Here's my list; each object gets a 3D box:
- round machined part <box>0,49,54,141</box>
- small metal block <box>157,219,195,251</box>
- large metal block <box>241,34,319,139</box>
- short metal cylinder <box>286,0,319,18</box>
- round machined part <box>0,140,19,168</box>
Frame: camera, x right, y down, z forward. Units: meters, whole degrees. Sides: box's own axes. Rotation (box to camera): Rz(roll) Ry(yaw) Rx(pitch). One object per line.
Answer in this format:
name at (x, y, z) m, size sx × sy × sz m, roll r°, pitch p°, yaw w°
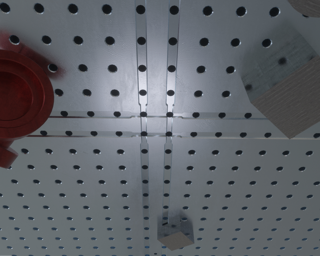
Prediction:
round machined part at (-0.173, -0.033, 0.343) m, size 0.098 × 0.098 × 0.042 m, roll 32°, pitch 152°, yaw -25°
small metal block at (0.030, 0.203, 0.585) m, size 0.050 × 0.025 × 0.050 m, roll -27°, pitch 126°, yaw 20°
large metal block at (0.156, -0.045, 0.358) m, size 0.080 × 0.050 × 0.080 m, roll 36°, pitch 121°, yaw -27°
short metal cylinder at (0.143, -0.146, 0.272) m, size 0.081 × 0.050 × 0.079 m, roll 0°, pitch 130°, yaw 0°
round machined part at (-0.217, 0.006, 0.381) m, size 0.098 × 0.042 × 0.098 m, roll 30°, pitch 166°, yaw 9°
